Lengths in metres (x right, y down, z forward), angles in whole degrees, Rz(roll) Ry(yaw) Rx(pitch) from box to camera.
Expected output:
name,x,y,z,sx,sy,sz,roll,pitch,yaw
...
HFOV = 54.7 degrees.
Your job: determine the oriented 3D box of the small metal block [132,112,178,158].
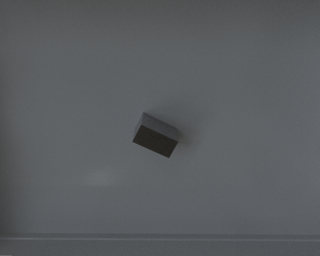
name,x,y,z,sx,sy,sz,roll,pitch,yaw
small metal block,-0.006,0.008,0.401,0.050,0.050,0.025,25,108,-9
